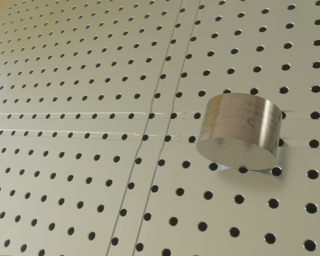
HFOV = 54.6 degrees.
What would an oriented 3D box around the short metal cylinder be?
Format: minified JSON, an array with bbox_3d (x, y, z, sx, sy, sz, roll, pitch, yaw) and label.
[{"bbox_3d":[0.083,0.006,0.326,0.080,0.080,0.050,3,63,30],"label":"short metal cylinder"}]
